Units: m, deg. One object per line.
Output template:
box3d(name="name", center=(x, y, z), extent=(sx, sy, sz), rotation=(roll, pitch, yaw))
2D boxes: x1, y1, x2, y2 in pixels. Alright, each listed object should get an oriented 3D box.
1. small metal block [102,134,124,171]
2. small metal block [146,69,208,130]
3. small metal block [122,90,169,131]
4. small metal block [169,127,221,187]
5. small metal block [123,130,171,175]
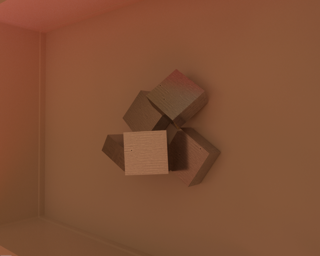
box3d(name="small metal block", center=(-0.041, 0.032, 0.419), extent=(0.050, 0.050, 0.025), rotation=(36, 112, 34))
box3d(name="small metal block", center=(0.020, -0.035, 0.372), extent=(0.050, 0.025, 0.050), rotation=(-42, 60, -6))
box3d(name="small metal block", center=(-0.016, -0.015, 0.415), extent=(0.050, 0.025, 0.050), rotation=(51, 120, 27))
box3d(name="small metal block", center=(0.036, 0.034, 0.373), extent=(0.050, 0.025, 0.050), rotation=(42, 115, 31))
box3d(name="small metal block", center=(-0.015, 0.029, 0.368), extent=(0.050, 0.025, 0.050), rotation=(-3, 87, 7))
